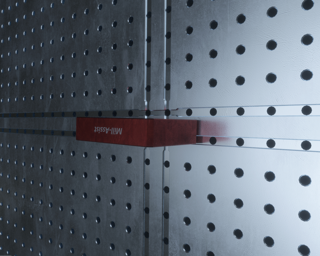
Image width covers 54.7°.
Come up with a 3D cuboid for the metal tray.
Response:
[{"bbox_3d":[-0.031,0.003,0.390,0.130,0.091,0.030,3,92,39],"label":"metal tray"}]
